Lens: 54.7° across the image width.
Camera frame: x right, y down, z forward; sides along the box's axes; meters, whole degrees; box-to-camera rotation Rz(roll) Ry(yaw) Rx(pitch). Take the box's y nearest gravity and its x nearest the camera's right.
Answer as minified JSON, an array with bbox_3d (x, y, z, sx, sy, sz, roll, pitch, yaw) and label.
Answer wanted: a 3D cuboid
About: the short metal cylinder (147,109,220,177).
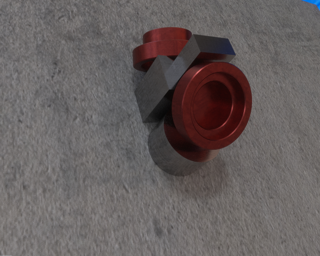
[{"bbox_3d":[0.030,0.017,0.398,0.081,0.050,0.080,14,56,-21],"label":"short metal cylinder"}]

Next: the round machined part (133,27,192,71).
[{"bbox_3d":[0.011,-0.107,0.426,0.099,0.098,0.042,-2,88,-30],"label":"round machined part"}]

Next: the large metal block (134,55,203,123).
[{"bbox_3d":[0.022,-0.049,0.412,0.081,0.080,0.050,-2,63,-30],"label":"large metal block"}]

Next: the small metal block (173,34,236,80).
[{"bbox_3d":[0.051,-0.081,0.364,0.050,0.050,0.025,-3,63,-30],"label":"small metal block"}]

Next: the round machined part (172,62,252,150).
[{"bbox_3d":[0.055,-0.027,0.357,0.099,0.042,0.097,-7,103,-28],"label":"round machined part"}]
